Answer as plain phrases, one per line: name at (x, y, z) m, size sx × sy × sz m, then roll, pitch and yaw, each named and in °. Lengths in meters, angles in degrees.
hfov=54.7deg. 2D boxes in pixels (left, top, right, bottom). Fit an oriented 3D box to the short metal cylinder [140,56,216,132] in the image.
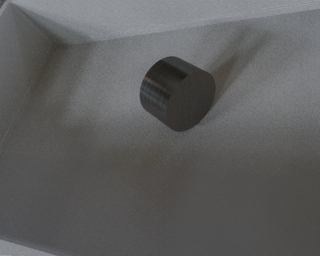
short metal cylinder at (0.022, -0.042, 0.384) m, size 0.080 × 0.080 × 0.050 m, roll -48°, pitch 52°, yaw -6°
